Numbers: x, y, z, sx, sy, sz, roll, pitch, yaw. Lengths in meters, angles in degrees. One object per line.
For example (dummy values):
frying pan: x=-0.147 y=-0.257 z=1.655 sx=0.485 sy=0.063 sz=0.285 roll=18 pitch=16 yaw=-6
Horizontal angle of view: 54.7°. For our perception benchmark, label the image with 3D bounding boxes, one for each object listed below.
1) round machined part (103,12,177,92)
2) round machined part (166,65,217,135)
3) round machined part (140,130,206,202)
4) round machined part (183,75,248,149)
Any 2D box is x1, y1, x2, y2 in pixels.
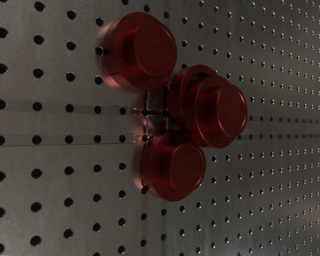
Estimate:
round machined part: x=-0.017 y=-0.095 z=0.385 sx=0.099 sy=0.042 sz=0.097 roll=0 pitch=90 yaw=-40
round machined part: x=0.047 y=-0.037 z=0.438 sx=0.099 sy=0.042 sz=0.097 roll=3 pitch=85 yaw=-42
round machined part: x=0.025 y=0.052 z=0.421 sx=0.099 sy=0.042 sz=0.097 roll=0 pitch=91 yaw=-40
round machined part: x=0.080 y=-0.022 z=0.409 sx=0.099 sy=0.042 sz=0.097 roll=3 pitch=85 yaw=-42
